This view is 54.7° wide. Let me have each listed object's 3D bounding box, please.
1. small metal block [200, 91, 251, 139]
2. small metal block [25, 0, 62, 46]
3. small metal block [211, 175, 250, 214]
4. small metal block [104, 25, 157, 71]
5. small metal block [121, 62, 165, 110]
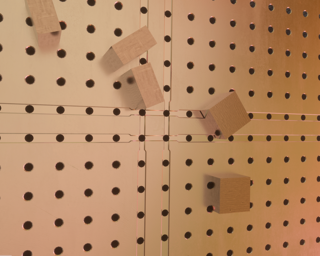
[{"bbox_3d":[0.096,-0.018,0.449,0.050,0.025,0.050,-35,102,-17],"label":"small metal block"},{"bbox_3d":[-0.133,-0.126,0.350,0.025,0.050,0.050,-18,97,-19],"label":"small metal block"},{"bbox_3d":[0.103,0.096,0.453,0.050,0.025,0.050,1,90,-21],"label":"small metal block"},{"bbox_3d":[-0.038,-0.098,0.386,0.050,0.050,0.025,-37,102,-17],"label":"small metal block"},{"bbox_3d":[-0.022,-0.051,0.392,0.025,0.050,0.050,-24,98,-19],"label":"small metal block"}]
